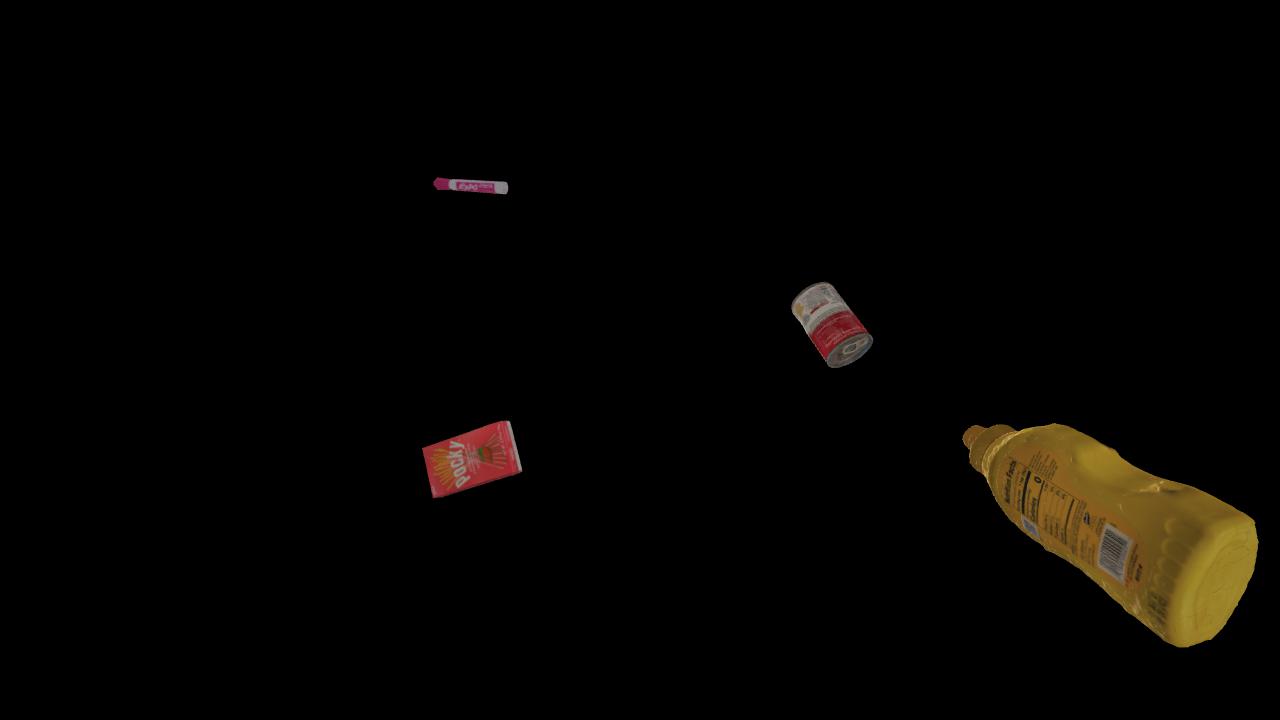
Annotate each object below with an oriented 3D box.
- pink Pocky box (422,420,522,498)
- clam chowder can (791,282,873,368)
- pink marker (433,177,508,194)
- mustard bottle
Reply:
[{"bbox_3d":[-0.265,0.157,0.965,0.155,0.084,0.029,-19,-11,16],"label":"pink Pocky box"},{"bbox_3d":[0.260,-0.049,0.839,0.068,0.102,0.068,-17,-34,-12],"label":"clam chowder can"},{"bbox_3d":[-0.264,-0.271,0.955,0.121,0.020,0.020,7,1,12],"label":"pink marker"},{"bbox_3d":[0.291,0.092,0.416,0.054,0.092,0.184,-17,24,-9],"label":"mustard bottle"}]
